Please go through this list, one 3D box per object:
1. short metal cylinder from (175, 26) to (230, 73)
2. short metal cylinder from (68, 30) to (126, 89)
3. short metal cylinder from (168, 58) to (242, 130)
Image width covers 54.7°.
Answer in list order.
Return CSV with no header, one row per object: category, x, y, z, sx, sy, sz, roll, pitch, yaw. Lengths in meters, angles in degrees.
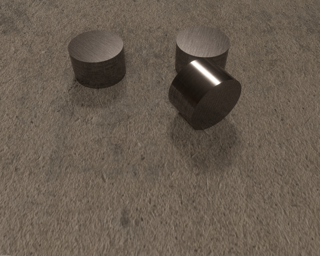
short metal cylinder,0.065,-0.115,0.485,0.081,0.050,0.080,0,50,0
short metal cylinder,-0.095,-0.106,0.475,0.081,0.050,0.080,0,50,0
short metal cylinder,0.058,-0.044,0.405,0.081,0.080,0.050,-26,55,-21
